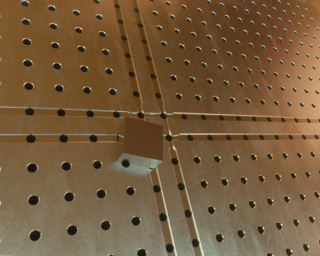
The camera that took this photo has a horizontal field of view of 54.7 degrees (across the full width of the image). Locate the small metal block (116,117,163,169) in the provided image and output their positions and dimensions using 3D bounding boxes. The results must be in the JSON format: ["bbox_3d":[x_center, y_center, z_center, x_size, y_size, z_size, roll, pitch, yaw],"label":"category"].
[{"bbox_3d":[-0.024,0.019,0.385,0.050,0.025,0.050,14,56,-21],"label":"small metal block"}]
